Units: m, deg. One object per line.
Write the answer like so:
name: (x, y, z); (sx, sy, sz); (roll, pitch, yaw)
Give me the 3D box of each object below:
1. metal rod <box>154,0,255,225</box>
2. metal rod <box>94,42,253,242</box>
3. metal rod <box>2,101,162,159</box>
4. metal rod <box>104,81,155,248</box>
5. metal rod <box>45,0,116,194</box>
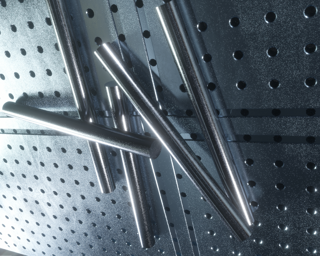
metal rod: (0.062, -0.002, 0.376); (0.025, 0.025, 0.299); (-11, 113, 32)
metal rod: (0.019, 0.019, 0.394); (0.025, 0.025, 0.299); (-35, 94, 38)
metal rod: (-0.130, -0.004, 0.444); (0.300, 0.025, 0.025); (13, 124, 32)
metal rod: (-0.041, 0.072, 0.475); (0.025, 0.025, 0.298); (6, 121, 25)
metal rod: (-0.107, -0.029, 0.447); (0.025, 0.025, 0.298); (5, 121, 25)
